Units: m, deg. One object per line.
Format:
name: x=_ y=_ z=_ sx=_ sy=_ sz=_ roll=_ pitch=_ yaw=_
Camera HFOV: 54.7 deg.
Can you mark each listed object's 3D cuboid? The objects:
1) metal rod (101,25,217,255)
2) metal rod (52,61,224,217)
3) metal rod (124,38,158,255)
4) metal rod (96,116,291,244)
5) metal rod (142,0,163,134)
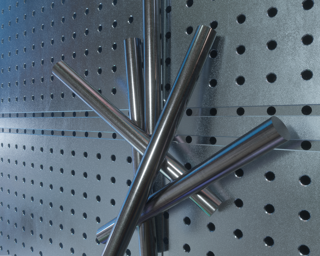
metal rod: x=-0.002 y=0.023 z=0.362 sx=0.025 sy=0.025 sz=0.299 roll=23 pitch=89 yaw=37
metal rod: x=-0.042 y=0.002 z=0.408 sx=0.300 sy=0.025 sz=0.025 roll=40 pitch=115 yaw=20
metal rod: x=-0.027 y=0.025 z=0.429 sx=0.025 sy=0.025 sz=0.298 roll=-8 pitch=85 yaw=39
metal rod: x=0.012 y=0.077 z=0.356 sx=0.299 sy=0.025 sz=0.025 roll=-40 pitch=66 yaw=36
metal rod: x=-0.010 y=-0.141 z=0.415 sx=0.025 sy=0.025 sz=0.298 roll=-1 pitch=89 yaw=39
